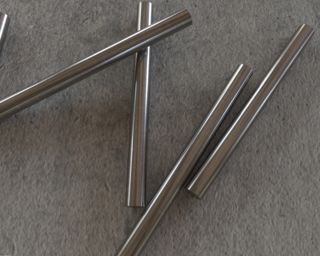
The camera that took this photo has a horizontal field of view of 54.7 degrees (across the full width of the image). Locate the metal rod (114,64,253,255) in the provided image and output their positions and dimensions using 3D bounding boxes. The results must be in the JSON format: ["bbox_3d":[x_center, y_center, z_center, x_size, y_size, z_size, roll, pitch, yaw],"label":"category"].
[{"bbox_3d":[0.039,0.036,0.395,0.025,0.025,0.300,32,73,10],"label":"metal rod"}]

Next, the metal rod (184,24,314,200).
[{"bbox_3d":[0.129,-0.032,0.421,0.025,0.025,0.300,35,73,11],"label":"metal rod"}]

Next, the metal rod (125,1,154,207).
[{"bbox_3d":[-0.026,-0.045,0.424,0.025,0.025,0.299,1,70,0],"label":"metal rod"}]

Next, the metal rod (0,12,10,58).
[{"bbox_3d":[-0.248,-0.026,0.414,0.025,0.025,0.299,4,70,1],"label":"metal rod"}]

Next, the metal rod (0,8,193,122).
[{"bbox_3d":[-0.094,-0.085,0.419,0.301,0.025,0.025,-28,73,-3],"label":"metal rod"}]
